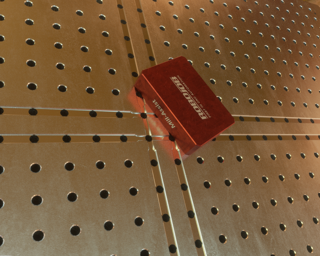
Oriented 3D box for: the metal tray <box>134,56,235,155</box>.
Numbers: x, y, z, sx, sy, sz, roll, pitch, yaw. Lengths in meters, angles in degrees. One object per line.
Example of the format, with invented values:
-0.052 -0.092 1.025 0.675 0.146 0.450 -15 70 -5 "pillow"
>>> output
0.036 -0.036 0.446 0.091 0.030 0.130 -29 78 -37 "metal tray"
